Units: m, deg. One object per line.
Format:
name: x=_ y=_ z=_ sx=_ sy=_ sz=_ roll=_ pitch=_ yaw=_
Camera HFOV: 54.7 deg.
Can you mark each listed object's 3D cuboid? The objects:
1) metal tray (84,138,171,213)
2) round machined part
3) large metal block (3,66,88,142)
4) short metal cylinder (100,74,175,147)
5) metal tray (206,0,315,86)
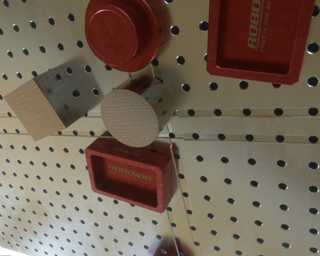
metal tray: x=-0.049 y=0.073 z=0.478 sx=0.130 sy=0.030 sz=0.089 roll=12 pitch=124 yaw=21
round machined part: x=-0.046 y=-0.110 z=0.357 sx=0.098 sy=0.042 sz=0.097 roll=13 pitch=124 yaw=21
large metal block: x=-0.171 y=-0.034 z=0.464 sx=0.080 sy=0.050 sz=0.080 roll=-19 pitch=109 yaw=35
short metal cylinder: x=-0.028 y=-0.022 z=0.396 sx=0.080 sy=0.050 sz=0.079 roll=13 pitch=124 yaw=21
metal tray: x=0.094 y=-0.110 z=0.290 sx=0.090 sy=0.030 sz=0.129 roll=11 pitch=123 yaw=22
